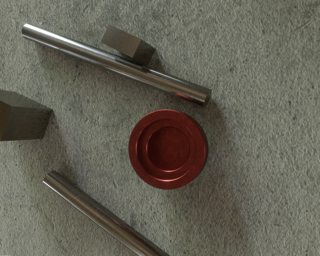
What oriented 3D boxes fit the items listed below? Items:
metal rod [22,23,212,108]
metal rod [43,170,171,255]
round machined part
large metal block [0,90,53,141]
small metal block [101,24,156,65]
[{"bbox_3d":[-0.072,-0.093,0.433,0.301,0.025,0.025,23,98,18],"label":"metal rod"},{"bbox_3d":[-0.042,0.149,0.422,0.300,0.025,0.025,31,100,17],"label":"metal rod"},{"bbox_3d":[0.013,0.026,0.395,0.098,0.042,0.097,0,90,19],"label":"round machined part"},{"bbox_3d":[-0.223,-0.021,0.456,0.080,0.080,0.050,23,98,18],"label":"large metal block"},{"bbox_3d":[-0.041,-0.109,0.409,0.050,0.050,0.025,29,100,17],"label":"small metal block"}]
